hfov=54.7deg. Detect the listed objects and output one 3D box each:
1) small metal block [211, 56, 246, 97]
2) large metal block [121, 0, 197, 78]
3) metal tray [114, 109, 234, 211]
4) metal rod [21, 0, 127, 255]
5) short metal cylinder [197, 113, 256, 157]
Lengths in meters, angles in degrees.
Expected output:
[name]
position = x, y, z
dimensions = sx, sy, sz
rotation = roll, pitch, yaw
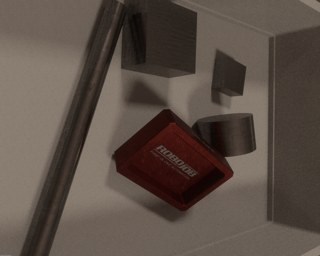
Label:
[small metal block]
position = 0.113, -0.082, 0.504
dimensions = 0.050, 0.025, 0.050
rotation = 15, 81, -39
[large metal block]
position = 0.000, -0.111, 0.392
dimensions = 0.081, 0.050, 0.079
rotation = 3, 88, -40
[metal tray]
position = 0.020, 0.046, 0.387
dimensions = 0.090, 0.030, 0.130
rotation = -41, 125, 15
[metal rod]
position = -0.089, -0.002, 0.333
dimensions = 0.025, 0.025, 0.299
rotation = 25, 74, -38
[short metal cylinder]
position = 0.098, 0.009, 0.455
dimensions = 0.081, 0.080, 0.050
rotation = -14, 99, -39
